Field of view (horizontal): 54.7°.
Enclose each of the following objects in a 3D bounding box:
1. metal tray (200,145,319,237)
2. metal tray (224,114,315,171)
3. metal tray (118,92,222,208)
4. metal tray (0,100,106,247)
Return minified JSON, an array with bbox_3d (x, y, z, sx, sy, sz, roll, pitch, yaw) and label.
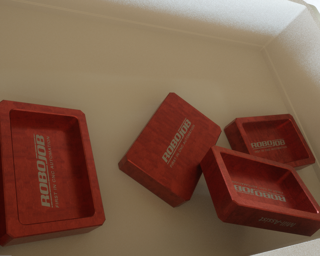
[{"bbox_3d":[0.119,0.073,0.364,0.131,0.030,0.090,15,33,-20],"label":"metal tray"},{"bbox_3d":[0.172,0.026,0.481,0.131,0.030,0.090,-5,64,-31],"label":"metal tray"},{"bbox_3d":[0.018,0.023,0.399,0.090,0.030,0.130,37,51,-4],"label":"metal tray"},{"bbox_3d":[-0.111,0.040,0.304,0.091,0.030,0.130,6,57,-42],"label":"metal tray"}]
